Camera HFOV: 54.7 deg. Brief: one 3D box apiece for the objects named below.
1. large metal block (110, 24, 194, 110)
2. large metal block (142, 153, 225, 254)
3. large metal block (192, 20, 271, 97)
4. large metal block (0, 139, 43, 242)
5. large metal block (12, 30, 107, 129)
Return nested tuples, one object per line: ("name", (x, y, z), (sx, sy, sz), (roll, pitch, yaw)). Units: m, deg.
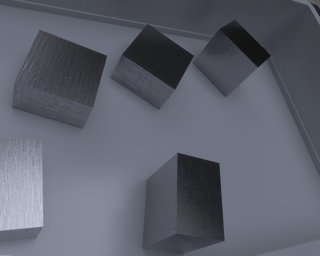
("large metal block", (-0.009, -0.087, 0.437), (0.080, 0.050, 0.080), (33, 51, -7))
("large metal block", (0.022, 0.083, 0.331), (0.050, 0.080, 0.080), (16, 56, -20))
("large metal block", (0.113, -0.110, 0.498), (0.080, 0.080, 0.050), (47, 51, 5))
("large metal block", (-0.150, 0.056, 0.274), (0.081, 0.050, 0.080), (3, 61, -27))
("large metal block", (-0.115, -0.055, 0.361), (0.081, 0.050, 0.080), (19, 55, -18))
